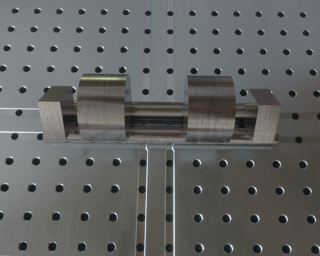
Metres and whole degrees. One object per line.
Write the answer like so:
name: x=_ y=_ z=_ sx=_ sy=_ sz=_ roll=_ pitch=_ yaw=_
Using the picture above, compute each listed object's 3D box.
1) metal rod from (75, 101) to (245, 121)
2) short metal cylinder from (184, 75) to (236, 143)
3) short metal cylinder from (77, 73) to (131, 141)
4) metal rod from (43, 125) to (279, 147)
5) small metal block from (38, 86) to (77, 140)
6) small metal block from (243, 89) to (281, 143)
metal rod: x=0.004 y=-0.023 z=0.420 sx=0.302 sy=0.025 sz=0.025 roll=1 pitch=70 yaw=0
short metal cylinder: x=0.056 y=-0.022 z=0.368 sx=0.050 sy=0.080 sz=0.080 roll=1 pitch=70 yaw=0
short metal cylinder: x=-0.063 y=-0.024 z=0.368 sx=0.050 sy=0.080 sz=0.080 roll=1 pitch=70 yaw=0
metal rod: x=0.001 y=0.010 z=0.408 sx=0.302 sy=0.025 sz=0.025 roll=1 pitch=70 yaw=0
small metal block: x=-0.124 y=-0.019 z=0.381 sx=0.025 sy=0.050 sz=0.050 roll=1 pitch=28 yaw=1
small metal block: x=0.124 y=-0.016 z=0.381 sx=0.025 sy=0.050 sz=0.050 roll=0 pitch=29 yaw=1
